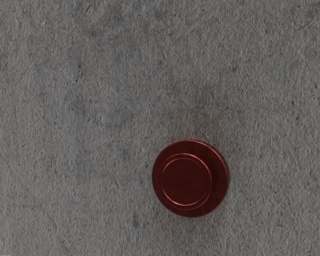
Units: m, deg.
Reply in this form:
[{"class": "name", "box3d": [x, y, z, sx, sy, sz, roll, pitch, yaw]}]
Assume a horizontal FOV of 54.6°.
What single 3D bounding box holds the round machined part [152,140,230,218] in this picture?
[{"class": "round machined part", "box3d": [0.035, 0.064, 0.388, 0.098, 0.042, 0.097, 0, 90, 20]}]
